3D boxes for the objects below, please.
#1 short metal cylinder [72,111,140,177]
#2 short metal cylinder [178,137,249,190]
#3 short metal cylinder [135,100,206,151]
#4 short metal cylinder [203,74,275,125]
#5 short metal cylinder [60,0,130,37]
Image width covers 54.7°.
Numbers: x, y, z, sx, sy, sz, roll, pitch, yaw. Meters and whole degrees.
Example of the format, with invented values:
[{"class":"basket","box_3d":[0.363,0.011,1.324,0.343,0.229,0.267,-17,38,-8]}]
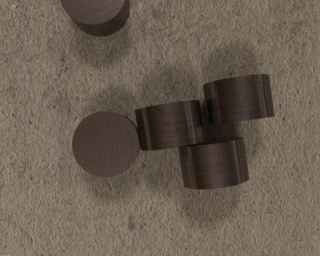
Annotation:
[{"class":"short metal cylinder","box_3d":[-0.065,0.019,0.397,0.081,0.050,0.079,0,90,-1]},{"class":"short metal cylinder","box_3d":[0.066,0.042,0.383,0.081,0.080,0.050,-8,90,0]},{"class":"short metal cylinder","box_3d":[0.013,-0.003,0.383,0.081,0.080,0.050,-9,90,0]},{"class":"short metal cylinder","box_3d":[0.097,-0.034,0.384,0.081,0.080,0.050,-8,90,0]},{"class":"short metal cylinder","box_3d":[-0.081,-0.164,0.396,0.081,0.050,0.079,0,90,-1]}]
